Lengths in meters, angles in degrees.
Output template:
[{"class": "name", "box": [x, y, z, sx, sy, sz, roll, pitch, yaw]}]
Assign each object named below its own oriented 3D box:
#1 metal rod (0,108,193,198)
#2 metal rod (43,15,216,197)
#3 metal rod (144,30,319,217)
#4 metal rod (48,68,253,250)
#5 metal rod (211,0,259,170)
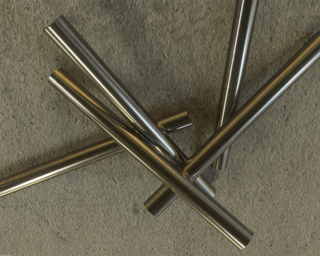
[{"class": "metal rod", "box": [-0.102, 0.039, 0.422, 0.301, 0.025, 0.025, -21, 109, 7]}, {"class": "metal rod", "box": [-0.018, -0.004, 0.374, 0.025, 0.025, 0.300, -35, 119, 12]}, {"class": "metal rod", "box": [0.094, -0.002, 0.382, 0.300, 0.025, 0.025, -45, 104, 4]}, {"class": "metal rod", "box": [-0.016, 0.032, 0.369, 0.300, 0.025, 0.025, 40, 106, 7]}, {"class": "metal rod", "box": [0.095, -0.088, 0.378, 0.025, 0.025, 0.298, 5, 110, -2]}]
